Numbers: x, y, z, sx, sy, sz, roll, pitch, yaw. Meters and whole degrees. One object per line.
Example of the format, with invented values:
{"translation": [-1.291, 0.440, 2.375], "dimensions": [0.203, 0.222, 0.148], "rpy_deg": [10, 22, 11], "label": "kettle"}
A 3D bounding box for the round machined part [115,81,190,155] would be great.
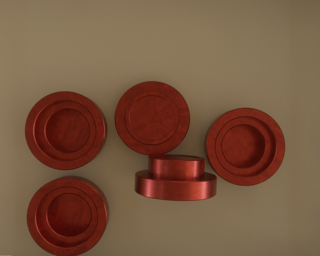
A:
{"translation": [-0.010, -0.012, 0.403], "dimensions": [0.099, 0.042, 0.097], "rpy_deg": [0, 90, -1], "label": "round machined part"}

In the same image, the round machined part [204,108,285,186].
{"translation": [0.107, 0.023, 0.404], "dimensions": [0.099, 0.042, 0.097], "rpy_deg": [0, 90, -1], "label": "round machined part"}

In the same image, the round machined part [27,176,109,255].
{"translation": [-0.115, 0.110, 0.402], "dimensions": [0.099, 0.042, 0.097], "rpy_deg": [0, 90, -1], "label": "round machined part"}

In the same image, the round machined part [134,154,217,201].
{"translation": [0.019, 0.056, 0.375], "dimensions": [0.099, 0.098, 0.042], "rpy_deg": [2, 90, -1], "label": "round machined part"}

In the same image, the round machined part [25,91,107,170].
{"translation": [-0.117, 0.003, 0.401], "dimensions": [0.099, 0.042, 0.097], "rpy_deg": [0, 90, -1], "label": "round machined part"}
